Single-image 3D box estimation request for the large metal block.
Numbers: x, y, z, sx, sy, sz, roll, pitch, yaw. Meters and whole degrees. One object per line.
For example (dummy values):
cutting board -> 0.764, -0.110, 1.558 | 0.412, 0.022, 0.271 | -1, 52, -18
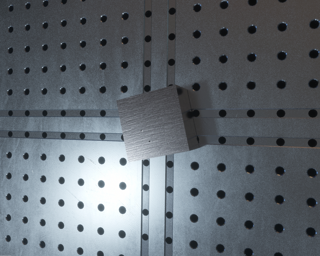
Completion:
large metal block -> -0.002, -0.004, 0.399 | 0.080, 0.050, 0.080 | -13, 86, 19
